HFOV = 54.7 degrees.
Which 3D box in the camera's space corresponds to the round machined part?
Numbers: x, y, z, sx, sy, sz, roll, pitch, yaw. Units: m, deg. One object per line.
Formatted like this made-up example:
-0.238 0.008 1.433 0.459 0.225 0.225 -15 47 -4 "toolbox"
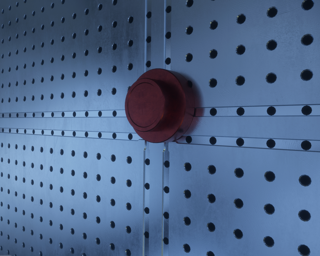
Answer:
-0.008 -0.029 0.403 0.098 0.042 0.097 0 90 39 "round machined part"
